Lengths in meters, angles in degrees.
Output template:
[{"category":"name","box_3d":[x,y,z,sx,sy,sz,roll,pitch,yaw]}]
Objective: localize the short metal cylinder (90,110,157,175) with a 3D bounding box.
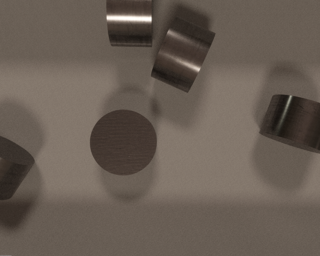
[{"category":"short metal cylinder","box_3d":[-0.044,0.017,0.398,0.081,0.050,0.079,0,90,-1]}]

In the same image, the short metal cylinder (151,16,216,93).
[{"category":"short metal cylinder","box_3d":[0.028,-0.090,0.384,0.050,0.080,0.080,24,90,-1]}]

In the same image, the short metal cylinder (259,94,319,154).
[{"category":"short metal cylinder","box_3d":[0.172,-0.004,0.386,0.080,0.080,0.050,20,90,-1]}]

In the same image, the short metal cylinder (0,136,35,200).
[{"category":"short metal cylinder","box_3d":[-0.206,0.045,0.381,0.080,0.080,0.050,33,90,-1]}]

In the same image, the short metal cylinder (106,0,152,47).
[{"category":"short metal cylinder","box_3d":[-0.035,-0.142,0.383,0.050,0.080,0.079,1,90,-1]}]
